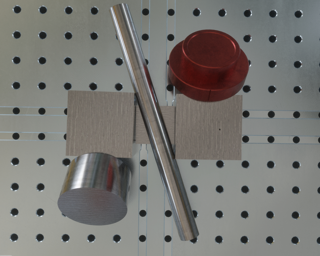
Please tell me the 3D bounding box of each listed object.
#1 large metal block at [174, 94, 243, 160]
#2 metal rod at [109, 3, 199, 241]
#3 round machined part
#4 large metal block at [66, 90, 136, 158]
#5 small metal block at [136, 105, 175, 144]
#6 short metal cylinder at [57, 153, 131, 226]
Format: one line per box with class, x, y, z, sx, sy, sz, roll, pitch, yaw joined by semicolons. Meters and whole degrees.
large metal block;0.060;-0.001;0.402;0.081;0.050;0.079;1;90;0
metal rod;-0.007;-0.007;0.387;0.025;0.025;0.298;-17;90;0
round machined part;0.060;-0.083;0.381;0.099;0.042;0.098;1;55;-1
large metal block;-0.073;-0.005;0.401;0.081;0.050;0.079;2;90;0
small metal block;-0.006;-0.004;0.414;0.050;0.025;0.050;1;90;0
short metal cylinder;-0.078;0.076;0.379;0.080;0.050;0.079;1;133;1
